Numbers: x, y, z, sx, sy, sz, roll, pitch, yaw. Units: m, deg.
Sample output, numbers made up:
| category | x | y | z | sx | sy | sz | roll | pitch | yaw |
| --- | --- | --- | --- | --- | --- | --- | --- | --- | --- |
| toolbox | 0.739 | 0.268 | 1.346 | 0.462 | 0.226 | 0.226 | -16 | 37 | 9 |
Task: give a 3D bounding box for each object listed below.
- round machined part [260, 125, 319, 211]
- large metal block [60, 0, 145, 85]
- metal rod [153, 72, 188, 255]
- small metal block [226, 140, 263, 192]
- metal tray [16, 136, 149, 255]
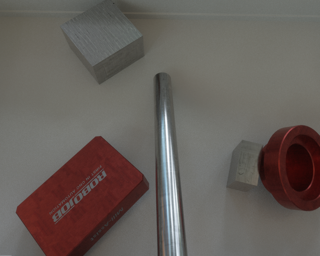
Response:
| category | x | y | z | sx | sy | sz | roll | pitch | yaw |
| --- | --- | --- | --- | --- | --- | --- | --- | --- | --- |
| round machined part | 0.157 | 0.047 | 0.370 | 0.099 | 0.042 | 0.097 | 6 | 79 | -31 |
| large metal block | -0.079 | -0.123 | 0.440 | 0.080 | 0.050 | 0.080 | -36 | 74 | -12 |
| metal rod | 0.007 | 0.036 | 0.329 | 0.025 | 0.025 | 0.300 | -1 | 44 | -1 |
| small metal block | 0.103 | 0.048 | 0.380 | 0.025 | 0.050 | 0.050 | 14 | 71 | 5 |
| metal tray | -0.089 | 0.082 | 0.363 | 0.130 | 0.030 | 0.090 | -44 | 60 | -15 |
